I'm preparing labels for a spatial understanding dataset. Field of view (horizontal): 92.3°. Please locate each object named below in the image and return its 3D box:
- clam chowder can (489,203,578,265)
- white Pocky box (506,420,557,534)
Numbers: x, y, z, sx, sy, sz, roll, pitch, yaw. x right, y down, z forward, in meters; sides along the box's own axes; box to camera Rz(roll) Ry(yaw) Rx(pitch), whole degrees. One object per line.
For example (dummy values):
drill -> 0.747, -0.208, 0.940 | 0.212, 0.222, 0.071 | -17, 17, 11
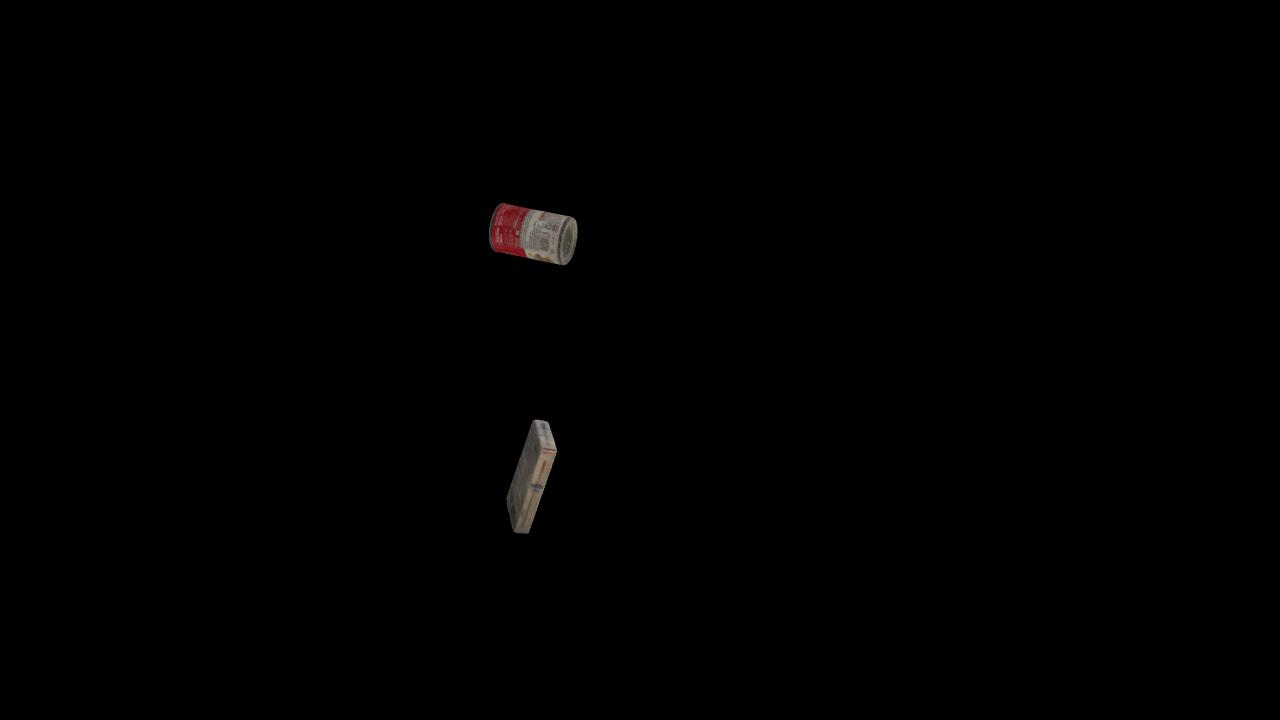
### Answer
clam chowder can -> -0.143, -0.171, 0.836 | 0.102, 0.068, 0.068 | 13, 2, 10
white Pocky box -> -0.166, 0.176, 0.933 | 0.028, 0.154, 0.084 | 12, 21, -24
